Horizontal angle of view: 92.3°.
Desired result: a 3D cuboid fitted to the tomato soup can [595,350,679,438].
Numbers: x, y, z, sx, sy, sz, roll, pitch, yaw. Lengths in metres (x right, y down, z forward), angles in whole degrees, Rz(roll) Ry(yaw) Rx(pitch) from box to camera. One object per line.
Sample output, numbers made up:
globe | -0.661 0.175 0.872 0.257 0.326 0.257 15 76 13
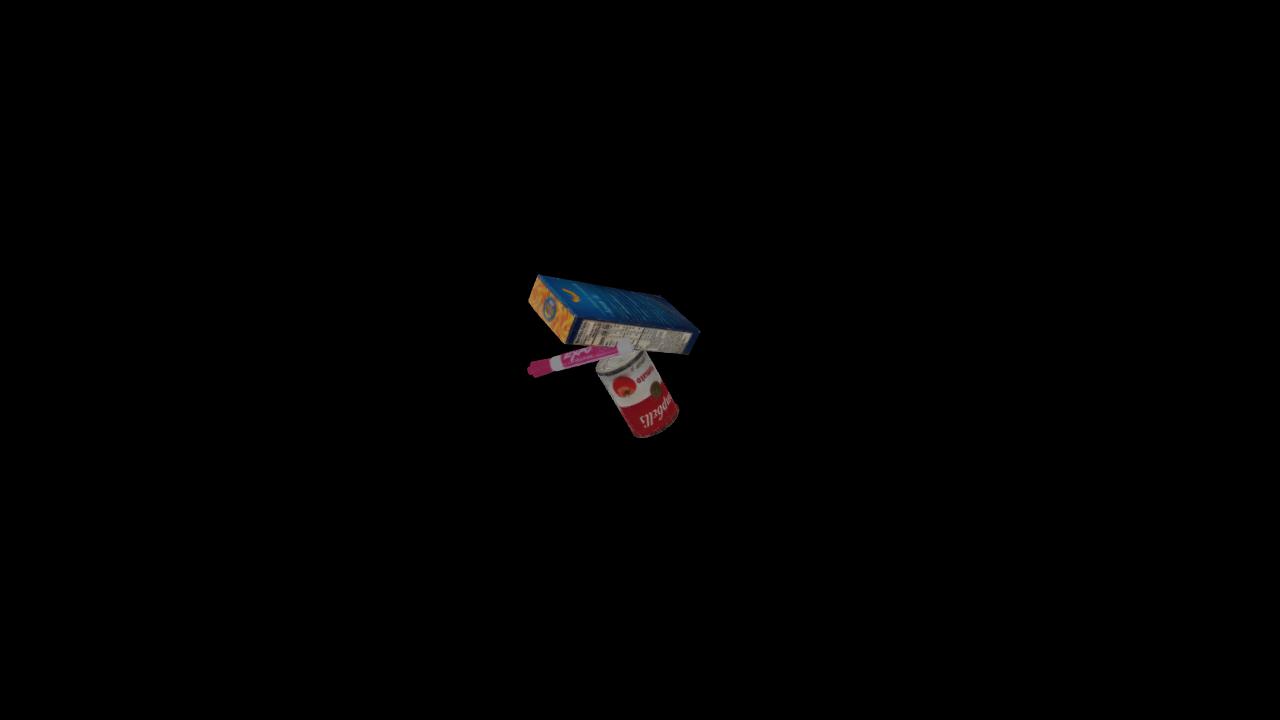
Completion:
tomato soup can | -0.003 0.036 0.761 0.068 0.101 0.068 -25 21 10

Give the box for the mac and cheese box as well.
mac and cheese box | -0.026 -0.049 0.703 0.184 0.041 0.093 4 32 -41

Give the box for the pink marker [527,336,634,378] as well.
pink marker | -0.067 -0.003 0.678 0.121 0.020 0.020 -15 -2 9
